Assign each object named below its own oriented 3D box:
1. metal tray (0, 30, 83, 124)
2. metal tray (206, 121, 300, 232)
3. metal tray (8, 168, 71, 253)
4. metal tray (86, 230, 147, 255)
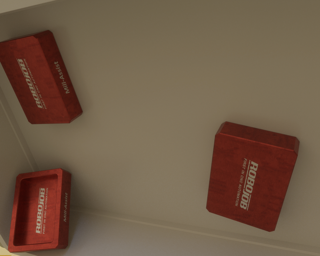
[{"bbox_3d":[-0.177,-0.070,0.456,0.090,0.030,0.129,-1,118,28],"label":"metal tray"},{"bbox_3d":[0.110,0.062,0.386,0.090,0.030,0.129,14,124,20],"label":"metal tray"},{"bbox_3d":[-0.202,0.139,0.526,0.090,0.130,0.030,-9,156,11],"label":"metal tray"},{"bbox_3d":[-0.080,0.246,0.587,0.090,0.030,0.129,44,139,-3],"label":"metal tray"}]
